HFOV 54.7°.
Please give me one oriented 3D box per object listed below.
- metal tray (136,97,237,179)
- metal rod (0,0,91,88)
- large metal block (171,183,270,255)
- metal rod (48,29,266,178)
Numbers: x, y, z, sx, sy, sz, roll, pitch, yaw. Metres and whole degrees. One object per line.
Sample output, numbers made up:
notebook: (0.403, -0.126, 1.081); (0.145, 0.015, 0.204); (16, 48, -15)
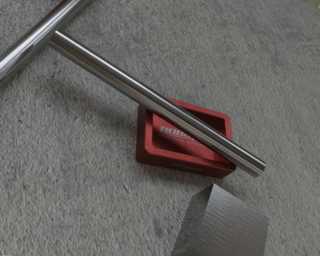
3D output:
metal tray: (0.036, 0.011, 0.414); (0.131, 0.030, 0.090); (14, 56, -21)
metal rod: (-0.150, -0.124, 0.399); (0.025, 0.025, 0.301); (32, 51, -8)
large metal block: (0.070, 0.124, 0.352); (0.080, 0.050, 0.080); (33, 51, -7)
metal rod: (0.003, -0.026, 0.383); (0.301, 0.025, 0.025); (32, 51, -8)
